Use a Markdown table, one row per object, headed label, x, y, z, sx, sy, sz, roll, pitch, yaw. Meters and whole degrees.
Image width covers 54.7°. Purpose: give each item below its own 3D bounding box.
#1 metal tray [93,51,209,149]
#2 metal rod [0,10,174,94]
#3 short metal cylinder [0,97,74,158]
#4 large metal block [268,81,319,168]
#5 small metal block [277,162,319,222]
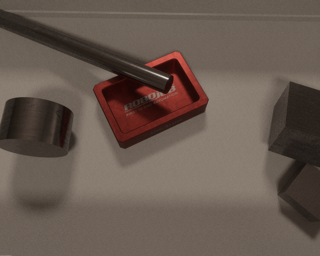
| label | x | y | z | sx | sy | sz | roll | pitch | yaw |
| --- | --- | --- | --- | --- | --- | --- | --- | --- | --- |
| metal tray | -0.012 | -0.039 | 0.421 | 0.131 | 0.030 | 0.090 | -25 | 72 | -9 |
| metal rod | -0.121 | -0.112 | 0.428 | 0.301 | 0.025 | 0.025 | 24 | 72 | 16 |
| short metal cylinder | -0.150 | 0.002 | 0.378 | 0.081 | 0.080 | 0.050 | 3 | 70 | 0 |
| large metal block | 0.189 | -0.003 | 0.388 | 0.080 | 0.050 | 0.080 | 19 | 52 | 6 |
| small metal block | 0.185 | 0.079 | 0.383 | 0.050 | 0.025 | 0.050 | 40 | 75 | 13 |
